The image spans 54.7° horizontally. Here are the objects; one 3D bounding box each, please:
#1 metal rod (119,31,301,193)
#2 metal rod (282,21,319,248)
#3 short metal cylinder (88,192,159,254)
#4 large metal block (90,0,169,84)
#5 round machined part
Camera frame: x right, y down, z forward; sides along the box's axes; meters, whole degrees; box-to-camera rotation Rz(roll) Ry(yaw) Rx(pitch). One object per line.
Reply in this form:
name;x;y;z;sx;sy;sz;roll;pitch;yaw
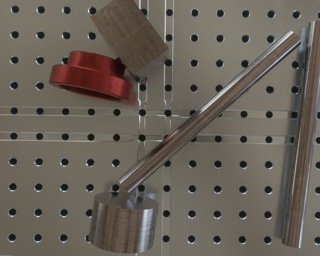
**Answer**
metal rod;0.066;-0.021;0.414;0.300;0.025;0.025;-41;91;-1
metal rod;0.194;0.008;0.415;0.025;0.025;0.298;7;90;-1
short metal cylinder;-0.045;0.114;0.385;0.081;0.080;0.050;8;90;-1
large metal block;-0.034;-0.107;0.385;0.050;0.080;0.080;-36;90;0
round machined part;-0.080;-0.062;0.376;0.099;0.098;0.042;12;88;-1
